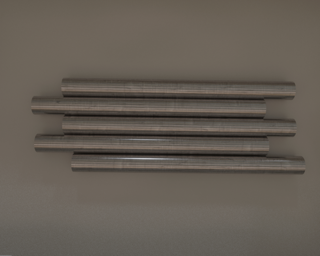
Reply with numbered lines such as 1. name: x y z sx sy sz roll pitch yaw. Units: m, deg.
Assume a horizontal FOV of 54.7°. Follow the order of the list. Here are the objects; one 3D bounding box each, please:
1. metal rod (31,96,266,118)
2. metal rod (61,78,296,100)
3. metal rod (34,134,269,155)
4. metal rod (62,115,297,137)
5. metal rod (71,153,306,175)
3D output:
1. metal rod: -0.014 -0.028 0.410 0.302 0.025 0.025 1 90 -1
2. metal rod: 0.025 -0.052 0.410 0.302 0.025 0.025 1 90 -1
3. metal rod: -0.010 0.022 0.410 0.302 0.025 0.025 1 90 -1
4. metal rod: 0.026 -0.002 0.410 0.302 0.025 0.025 1 90 -1
5. metal rod: 0.037 0.048 0.411 0.302 0.025 0.025 1 90 -1
